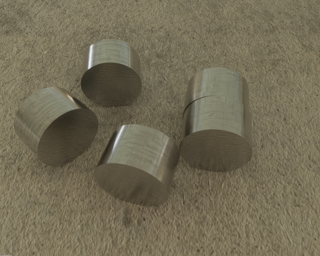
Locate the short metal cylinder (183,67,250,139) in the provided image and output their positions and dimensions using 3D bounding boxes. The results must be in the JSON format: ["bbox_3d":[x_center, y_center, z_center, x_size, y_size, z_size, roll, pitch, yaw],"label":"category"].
[{"bbox_3d":[0.072,-0.030,0.393,0.080,0.080,0.050,7,51,6],"label":"short metal cylinder"}]

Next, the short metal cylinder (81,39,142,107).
[{"bbox_3d":[-0.067,-0.075,0.430,0.081,0.080,0.050,-4,50,-3],"label":"short metal cylinder"}]

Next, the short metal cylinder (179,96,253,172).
[{"bbox_3d":[0.065,0.008,0.361,0.080,0.080,0.050,7,51,6],"label":"short metal cylinder"}]

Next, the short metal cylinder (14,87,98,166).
[{"bbox_3d":[-0.121,-0.002,0.368,0.050,0.080,0.080,37,59,27],"label":"short metal cylinder"}]

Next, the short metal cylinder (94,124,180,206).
[{"bbox_3d":[-0.023,0.041,0.332,0.080,0.080,0.050,12,51,10],"label":"short metal cylinder"}]
